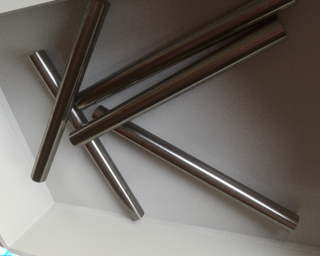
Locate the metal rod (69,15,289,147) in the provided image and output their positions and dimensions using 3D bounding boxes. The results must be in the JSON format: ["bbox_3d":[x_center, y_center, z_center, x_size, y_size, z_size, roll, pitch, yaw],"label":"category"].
[{"bbox_3d":[-0.002,-0.039,0.365,0.300,0.025,0.025,-25,105,30],"label":"metal rod"}]

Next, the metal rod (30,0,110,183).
[{"bbox_3d":[-0.133,-0.034,0.428,0.025,0.025,0.298,33,120,6],"label":"metal rod"}]

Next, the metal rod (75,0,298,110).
[{"bbox_3d":[0.001,-0.079,0.358,0.300,0.025,0.025,-20,108,35],"label":"metal rod"}]

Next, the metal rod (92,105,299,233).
[{"bbox_3d":[0.040,0.050,0.418,0.301,0.025,0.025,29,128,9],"label":"metal rod"}]

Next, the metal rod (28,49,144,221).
[{"bbox_3d":[-0.106,0.021,0.477,0.025,0.025,0.299,-17,110,35],"label":"metal rod"}]
